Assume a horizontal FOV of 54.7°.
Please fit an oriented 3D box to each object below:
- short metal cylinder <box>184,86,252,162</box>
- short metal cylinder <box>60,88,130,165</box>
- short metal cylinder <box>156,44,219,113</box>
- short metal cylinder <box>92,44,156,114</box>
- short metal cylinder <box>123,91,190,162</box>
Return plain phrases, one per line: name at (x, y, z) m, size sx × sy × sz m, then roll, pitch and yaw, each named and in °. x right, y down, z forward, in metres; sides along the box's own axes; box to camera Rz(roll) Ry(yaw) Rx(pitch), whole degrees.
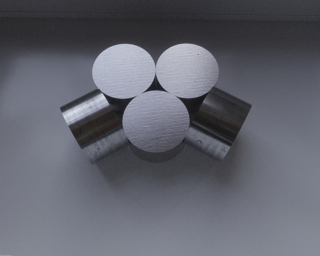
short metal cylinder at (0.070, -0.005, 0.381) m, size 0.050 × 0.080 × 0.080 m, roll 28°, pitch 73°, yaw 10°
short metal cylinder at (-0.079, -0.002, 0.379) m, size 0.050 × 0.080 × 0.080 m, roll -29°, pitch 73°, yaw -10°
short metal cylinder at (0.035, -0.066, 0.419) m, size 0.081 × 0.050 × 0.080 m, roll 0°, pitch 70°, yaw 0°
short metal cylinder at (-0.046, -0.065, 0.418) m, size 0.081 × 0.050 × 0.080 m, roll 0°, pitch 70°, yaw 0°
short metal cylinder at (-0.005, -0.001, 0.395) m, size 0.081 × 0.050 × 0.080 m, roll 0°, pitch 70°, yaw 0°
